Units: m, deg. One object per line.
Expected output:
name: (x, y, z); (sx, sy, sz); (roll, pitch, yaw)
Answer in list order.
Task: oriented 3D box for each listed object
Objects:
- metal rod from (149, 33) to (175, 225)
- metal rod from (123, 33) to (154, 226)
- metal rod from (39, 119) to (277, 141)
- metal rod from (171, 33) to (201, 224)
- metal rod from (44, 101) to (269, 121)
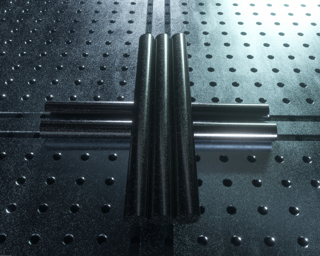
metal rod: (0.003, -0.025, 0.397); (0.025, 0.025, 0.300); (1, 50, 0)
metal rod: (-0.022, -0.025, 0.396); (0.025, 0.025, 0.300); (1, 50, 0)
metal rod: (-0.002, 0.003, 0.405); (0.302, 0.025, 0.025); (1, 50, 0)
metal rod: (0.028, -0.026, 0.398); (0.025, 0.025, 0.300); (1, 50, 0)
metal rod: (-0.004, -0.024, 0.428); (0.302, 0.025, 0.025); (1, 50, 0)
